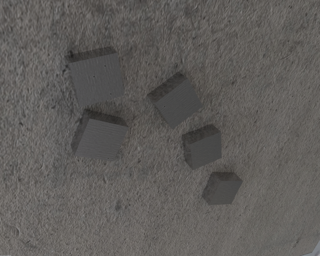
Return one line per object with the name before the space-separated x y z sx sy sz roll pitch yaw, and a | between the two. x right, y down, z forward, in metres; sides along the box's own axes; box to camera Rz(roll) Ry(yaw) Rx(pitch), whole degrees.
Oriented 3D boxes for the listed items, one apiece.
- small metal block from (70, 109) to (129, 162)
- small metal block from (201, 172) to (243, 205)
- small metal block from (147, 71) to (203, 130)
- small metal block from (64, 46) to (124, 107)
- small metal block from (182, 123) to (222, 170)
small metal block | -0.073 0.010 0.373 0.050 0.025 0.050 14 111 -34
small metal block | 0.106 0.103 0.528 0.050 0.025 0.050 6 115 -31
small metal block | 0.020 -0.035 0.396 0.050 0.025 0.050 -37 129 -3
small metal block | -0.070 -0.056 0.334 0.050 0.025 0.050 -18 126 -18
small metal block | 0.063 0.028 0.458 0.050 0.025 0.050 -21 127 -16
